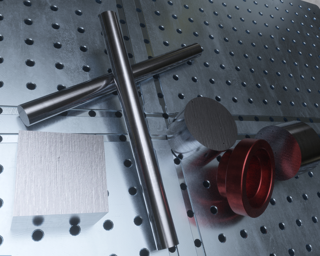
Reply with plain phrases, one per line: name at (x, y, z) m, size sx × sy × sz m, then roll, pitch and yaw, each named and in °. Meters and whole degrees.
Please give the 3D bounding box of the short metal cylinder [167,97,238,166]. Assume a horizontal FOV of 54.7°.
short metal cylinder at (0.056, 0.005, 0.419) m, size 0.081 × 0.050 × 0.080 m, roll 13°, pitch 56°, yaw -21°

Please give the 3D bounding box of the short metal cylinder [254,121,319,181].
short metal cylinder at (0.184, 0.032, 0.452) m, size 0.050 × 0.080 × 0.080 m, roll -10°, pitch 67°, yaw -33°

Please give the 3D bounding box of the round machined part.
round machined part at (0.109, 0.062, 0.398) m, size 0.099 × 0.042 × 0.097 m, roll -4°, pitch 96°, yaw -48°

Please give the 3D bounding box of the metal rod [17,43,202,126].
metal rod at (-0.044, -0.072, 0.428) m, size 0.302 × 0.025 × 0.025 m, roll -29°, pitch 78°, yaw -38°

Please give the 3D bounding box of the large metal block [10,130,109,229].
large metal block at (-0.100, 0.051, 0.307) m, size 0.081 × 0.050 × 0.080 m, roll 5°, pitch 60°, yaw -26°

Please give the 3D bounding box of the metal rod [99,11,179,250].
metal rod at (-0.030, -0.010, 0.374) m, size 0.025 × 0.025 × 0.299 m, roll -6°, pitch 72°, yaw -31°
